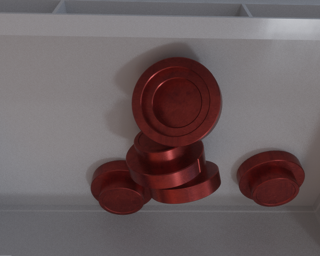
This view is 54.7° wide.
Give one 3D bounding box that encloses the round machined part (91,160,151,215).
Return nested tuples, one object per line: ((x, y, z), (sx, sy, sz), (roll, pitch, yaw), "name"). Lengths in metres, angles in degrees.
((-0.058, 0.099, 0.481), (0.099, 0.042, 0.097), (-1, 130, 0), "round machined part")

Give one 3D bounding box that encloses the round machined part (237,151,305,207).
((0.170, 0.083, 0.472), (0.099, 0.042, 0.097), (-1, 130, 0), "round machined part")

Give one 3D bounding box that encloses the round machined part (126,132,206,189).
((0.005, 0.027, 0.386), (0.099, 0.098, 0.042), (-8, 119, 6), "round machined part")

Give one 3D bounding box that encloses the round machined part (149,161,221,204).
((0.030, 0.061, 0.422), (0.098, 0.098, 0.042), (-10, 102, 8), "round machined part")

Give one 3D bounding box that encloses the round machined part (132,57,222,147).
((0.021, -0.027, 0.352), (0.098, 0.098, 0.042), (-19, 172, 14), "round machined part")
